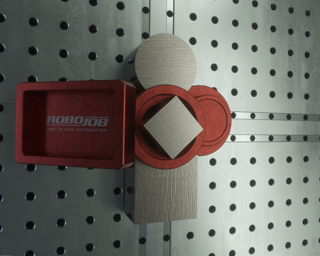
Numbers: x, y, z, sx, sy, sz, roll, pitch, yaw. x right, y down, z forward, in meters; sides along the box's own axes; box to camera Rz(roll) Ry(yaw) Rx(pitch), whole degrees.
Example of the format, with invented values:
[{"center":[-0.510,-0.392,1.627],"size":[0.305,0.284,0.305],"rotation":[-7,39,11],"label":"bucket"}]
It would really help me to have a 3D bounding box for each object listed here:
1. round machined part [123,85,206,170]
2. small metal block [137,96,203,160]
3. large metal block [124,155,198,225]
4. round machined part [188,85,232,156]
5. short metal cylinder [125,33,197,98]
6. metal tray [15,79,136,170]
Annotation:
[{"center":[0.002,-0.001,0.373],"size":[0.099,0.042,0.097],"rotation":[0,90,-20],"label":"round machined part"},{"center":[0.012,-0.001,0.351],"size":[0.050,0.025,0.050],"rotation":[-43,104,-15],"label":"small metal block"},{"center":[0.000,0.073,0.396],"size":[0.081,0.050,0.080],"rotation":[1,90,-20],"label":"large metal block"},{"center":[0.056,-0.010,0.423],"size":[0.099,0.042,0.097],"rotation":[0,90,-20],"label":"round machined part"},{"center":[0.000,-0.075,0.399],"size":[0.081,0.050,0.080],"rotation":[0,90,-20],"label":"short metal cylinder"},{"center":[-0.093,-0.005,0.337],"size":[0.130,0.030,0.089],"rotation":[1,90,17],"label":"metal tray"}]
